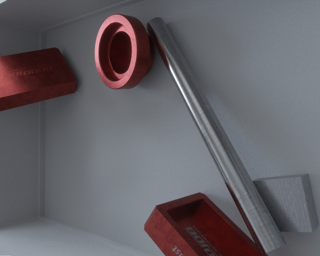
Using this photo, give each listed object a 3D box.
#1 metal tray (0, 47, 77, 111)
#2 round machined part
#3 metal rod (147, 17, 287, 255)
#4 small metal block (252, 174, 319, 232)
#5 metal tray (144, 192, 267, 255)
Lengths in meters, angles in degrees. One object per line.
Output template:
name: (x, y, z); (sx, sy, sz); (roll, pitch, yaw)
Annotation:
metal tray: (-0.218, -0.085, 0.514); (0.090, 0.131, 0.030); (55, 147, 25)
round machined part: (-0.045, -0.102, 0.424); (0.098, 0.042, 0.097); (8, 101, 46)
metal rod: (0.049, -0.013, 0.345); (0.025, 0.025, 0.299); (-41, 59, 32)
small metal block: (0.122, 0.074, 0.305); (0.050, 0.025, 0.050); (-14, 81, 38)
metal tray: (0.057, 0.127, 0.316); (0.130, 0.091, 0.030); (42, 116, 31)
